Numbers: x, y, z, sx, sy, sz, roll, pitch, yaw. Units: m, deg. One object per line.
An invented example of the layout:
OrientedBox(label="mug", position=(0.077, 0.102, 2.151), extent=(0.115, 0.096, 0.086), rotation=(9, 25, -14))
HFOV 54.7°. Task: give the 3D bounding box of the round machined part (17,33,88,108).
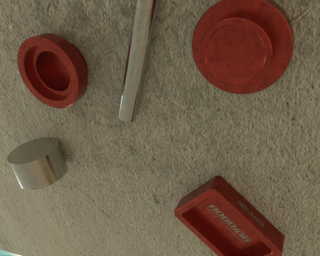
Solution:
OrientedBox(label="round machined part", position=(-0.138, -0.079, 0.417), extent=(0.098, 0.042, 0.097), rotation=(13, 124, 20))

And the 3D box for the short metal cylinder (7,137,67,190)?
OrientedBox(label="short metal cylinder", position=(-0.199, 0.057, 0.509), extent=(0.080, 0.080, 0.050), rotation=(3, 120, 26))

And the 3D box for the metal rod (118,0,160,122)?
OrientedBox(label="metal rod", position=(-0.014, -0.132, 0.331), extent=(0.025, 0.025, 0.298), rotation=(24, 127, 13))

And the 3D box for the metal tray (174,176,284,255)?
OrientedBox(label="metal tray", position=(0.095, 0.137, 0.437), extent=(0.130, 0.030, 0.090), rotation=(44, 129, -3))

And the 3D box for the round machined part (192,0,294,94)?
OrientedBox(label="round machined part", position=(0.078, -0.078, 0.306), extent=(0.098, 0.042, 0.097), rotation=(13, 124, 20))
